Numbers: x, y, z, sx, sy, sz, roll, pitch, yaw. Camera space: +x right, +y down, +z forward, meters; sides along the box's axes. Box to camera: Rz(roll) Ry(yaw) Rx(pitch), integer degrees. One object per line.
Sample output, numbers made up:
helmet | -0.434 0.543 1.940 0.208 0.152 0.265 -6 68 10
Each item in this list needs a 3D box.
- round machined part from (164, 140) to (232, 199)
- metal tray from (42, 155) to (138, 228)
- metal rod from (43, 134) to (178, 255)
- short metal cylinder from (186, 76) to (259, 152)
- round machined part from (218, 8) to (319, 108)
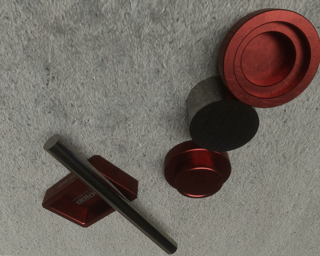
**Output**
round machined part | 0.056 0.066 0.454 0.099 0.042 0.097 -1 130 0
metal tray | -0.110 0.105 0.491 0.130 0.030 0.090 -35 123 25
metal rod | -0.056 0.114 0.463 0.025 0.025 0.300 -25 127 19
short metal cylinder | 0.074 -0.017 0.378 0.081 0.050 0.079 0 130 0
round machined part | 0.109 -0.073 0.324 0.099 0.042 0.097 -2 113 -4
